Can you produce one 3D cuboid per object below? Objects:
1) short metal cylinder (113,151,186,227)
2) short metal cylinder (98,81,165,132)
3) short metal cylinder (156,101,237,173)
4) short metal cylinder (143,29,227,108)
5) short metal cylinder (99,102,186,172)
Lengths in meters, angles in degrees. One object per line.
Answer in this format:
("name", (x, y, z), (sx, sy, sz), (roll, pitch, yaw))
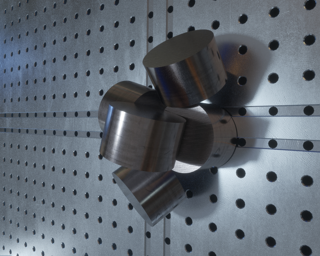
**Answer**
("short metal cylinder", (-0.014, 0.072, 0.377), (0.080, 0.050, 0.080), (46, 160, 23))
("short metal cylinder", (-0.032, -0.016, 0.400), (0.050, 0.081, 0.079), (24, 105, 37))
("short metal cylinder", (0.040, 0.010, 0.359), (0.080, 0.050, 0.080), (-1, 88, 40))
("short metal cylinder", (0.028, -0.066, 0.341), (0.080, 0.080, 0.050), (3, 132, 40))
("short metal cylinder", (-0.018, 0.007, 0.322), (0.080, 0.081, 0.050), (22, 104, 38))
